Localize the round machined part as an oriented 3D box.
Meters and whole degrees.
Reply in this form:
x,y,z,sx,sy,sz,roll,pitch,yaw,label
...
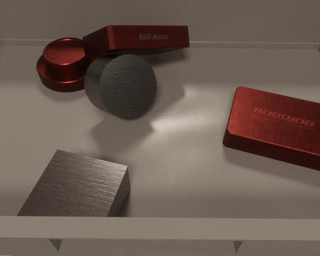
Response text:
x,y,z,sx,sy,sz,roll,pitch,yaw,label
-0.141,-0.104,0.479,0.099,0.042,0.098,0,50,0,round machined part

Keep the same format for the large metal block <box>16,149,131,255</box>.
x,y,z,sx,sy,sz,roll,pitch,yaw,label
-0.083,0.077,0.323,0.080,0.050,0.080,12,51,10,large metal block

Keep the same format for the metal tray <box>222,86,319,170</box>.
x,y,z,sx,sy,sz,roll,pitch,yaw,label
0.156,-0.003,0.406,0.131,0.030,0.090,14,51,11,metal tray

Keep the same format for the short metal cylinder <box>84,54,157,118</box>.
x,y,z,sx,sy,sz,roll,pitch,yaw,label
-0.052,-0.057,0.407,0.081,0.080,0.050,-31,28,-24,short metal cylinder

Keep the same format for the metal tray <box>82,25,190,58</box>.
x,y,z,sx,sy,sz,roll,pitch,yaw,label
-0.034,-0.125,0.450,0.131,0.030,0.090,-12,11,-34,metal tray
